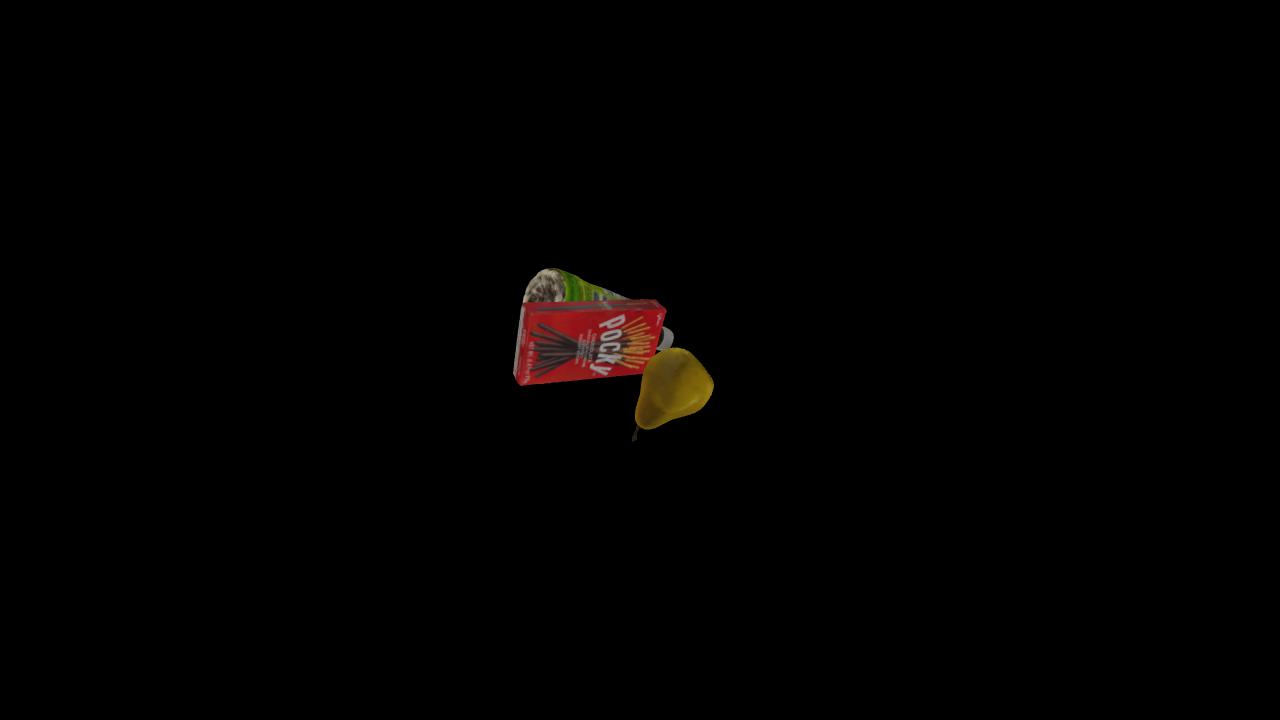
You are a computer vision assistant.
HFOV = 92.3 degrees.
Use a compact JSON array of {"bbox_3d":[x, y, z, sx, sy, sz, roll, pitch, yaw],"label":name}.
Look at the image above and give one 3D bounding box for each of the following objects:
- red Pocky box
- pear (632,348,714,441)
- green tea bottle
[{"bbox_3d":[-0.050,-0.020,0.635,0.155,0.083,0.028,-5,32,-30],"label":"red Pocky box"},{"bbox_3d":[0.023,0.040,0.660,0.111,0.080,0.080,-42,0,0],"label":"pear"},{"bbox_3d":[-0.034,-0.045,0.709,0.073,0.073,0.212,0,-10,42],"label":"green tea bottle"}]
